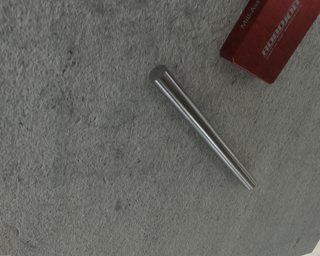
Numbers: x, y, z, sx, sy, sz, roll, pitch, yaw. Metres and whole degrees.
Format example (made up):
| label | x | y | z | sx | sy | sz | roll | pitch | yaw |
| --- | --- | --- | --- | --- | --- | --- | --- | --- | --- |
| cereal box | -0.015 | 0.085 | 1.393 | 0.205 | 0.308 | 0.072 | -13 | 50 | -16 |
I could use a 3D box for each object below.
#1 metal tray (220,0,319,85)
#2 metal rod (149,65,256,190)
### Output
| label | x | y | z | sx | sy | sz | roll | pitch | yaw |
| --- | --- | --- | --- | --- | --- | --- | --- | --- | --- |
| metal tray | 0.147 | -0.132 | 0.403 | 0.091 | 0.030 | 0.129 | 19 | 108 | -36 |
| metal rod | 0.079 | 0.017 | 0.460 | 0.025 | 0.025 | 0.300 | -44 | 130 | 2 |
